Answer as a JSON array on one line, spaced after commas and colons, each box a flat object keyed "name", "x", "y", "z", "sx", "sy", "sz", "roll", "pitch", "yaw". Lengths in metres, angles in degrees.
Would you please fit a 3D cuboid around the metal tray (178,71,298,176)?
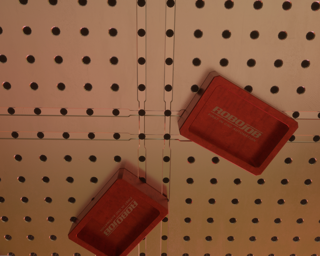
[{"name": "metal tray", "x": 0.101, "y": -0.004, "z": 0.410, "sx": 0.131, "sy": 0.030, "sz": 0.090, "roll": 29, "pitch": 107, "yaw": -11}]

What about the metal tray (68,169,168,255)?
[{"name": "metal tray", "x": -0.061, "y": 0.134, "z": 0.459, "sx": 0.090, "sy": 0.030, "sz": 0.130, "roll": 37, "pitch": 105, "yaw": -13}]
